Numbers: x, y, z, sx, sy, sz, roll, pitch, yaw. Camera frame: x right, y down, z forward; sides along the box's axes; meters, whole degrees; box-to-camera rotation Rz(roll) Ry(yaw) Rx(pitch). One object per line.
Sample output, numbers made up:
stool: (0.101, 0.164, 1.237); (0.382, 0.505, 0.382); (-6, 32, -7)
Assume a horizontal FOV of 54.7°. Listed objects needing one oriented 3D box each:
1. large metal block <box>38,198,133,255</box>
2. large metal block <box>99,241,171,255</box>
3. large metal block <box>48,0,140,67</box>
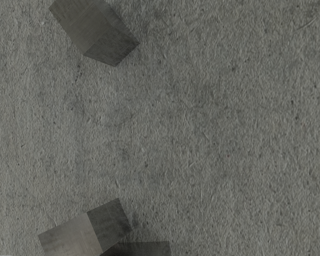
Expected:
large metal block: (-0.097, 0.140, 0.414); (0.080, 0.080, 0.050); (-28, 81, 18)
large metal block: (-0.035, 0.184, 0.392); (0.080, 0.080, 0.050); (-9, 87, 20)
large metal block: (-0.084, -0.134, 0.409); (0.050, 0.080, 0.080); (-40, 77, 16)
